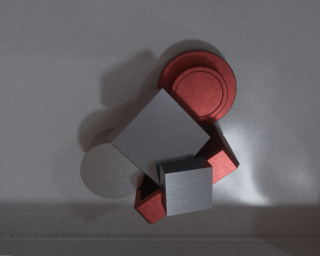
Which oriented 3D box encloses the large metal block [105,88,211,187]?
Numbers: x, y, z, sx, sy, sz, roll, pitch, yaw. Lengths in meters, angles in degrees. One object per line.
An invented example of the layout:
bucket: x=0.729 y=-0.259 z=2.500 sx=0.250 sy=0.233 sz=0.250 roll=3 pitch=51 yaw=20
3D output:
large metal block: x=-0.003 y=0.012 z=0.363 sx=0.080 sy=0.050 sz=0.080 roll=45 pitch=79 yaw=-15

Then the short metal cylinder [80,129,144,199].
short metal cylinder: x=-0.060 y=0.047 z=0.412 sx=0.081 sy=0.050 sz=0.079 roll=0 pitch=110 yaw=-1

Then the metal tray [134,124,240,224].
metal tray: x=0.029 y=0.054 z=0.395 sx=0.130 sy=0.090 sz=0.030 roll=-36 pitch=106 yaw=11

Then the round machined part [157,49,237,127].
round machined part: x=0.046 y=-0.046 z=0.384 sx=0.099 sy=0.042 sz=0.097 roll=0 pitch=110 yaw=-1

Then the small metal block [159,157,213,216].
small metal block: x=0.028 y=0.062 z=0.331 sx=0.050 sy=0.025 sz=0.050 roll=-7 pitch=110 yaw=-12
